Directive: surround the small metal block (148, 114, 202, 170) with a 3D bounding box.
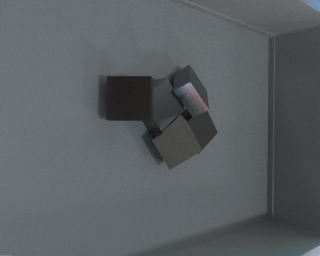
[{"bbox_3d":[0.020,0.018,0.408,0.050,0.025,0.050,-31,113,-3],"label":"small metal block"}]

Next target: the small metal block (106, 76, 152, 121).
[{"bbox_3d":[-0.034,-0.033,0.360,0.050,0.025,0.050,0,89,3],"label":"small metal block"}]

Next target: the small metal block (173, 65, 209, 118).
[{"bbox_3d":[0.043,-0.051,0.428,0.050,0.025,0.050,51,25,-28],"label":"small metal block"}]

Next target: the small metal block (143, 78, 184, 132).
[{"bbox_3d":[-0.002,-0.030,0.404,0.050,0.025,0.050,-45,118,-31],"label":"small metal block"}]

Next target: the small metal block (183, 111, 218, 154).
[{"bbox_3d":[0.052,0.001,0.450,0.050,0.025,0.050,-43,117,-31],"label":"small metal block"}]
